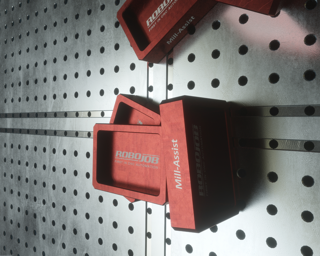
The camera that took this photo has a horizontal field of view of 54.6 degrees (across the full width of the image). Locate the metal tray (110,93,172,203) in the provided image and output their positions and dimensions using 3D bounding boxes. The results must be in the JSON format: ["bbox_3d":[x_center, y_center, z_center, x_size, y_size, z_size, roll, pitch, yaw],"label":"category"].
[{"bbox_3d":[-0.038,0.027,0.438,0.090,0.030,0.129,29,108,36],"label":"metal tray"}]

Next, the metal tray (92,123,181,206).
[{"bbox_3d":[-0.033,0.040,0.394,0.130,0.030,0.090,2,92,40],"label":"metal tray"}]

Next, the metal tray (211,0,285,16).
[{"bbox_3d":[0.053,-0.142,0.293,0.130,0.090,0.030,22,121,15],"label":"metal tray"}]

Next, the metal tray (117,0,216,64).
[{"bbox_3d":[0.006,-0.159,0.401,0.129,0.030,0.090,-40,66,33],"label":"metal tray"}]

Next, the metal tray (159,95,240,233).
[{"bbox_3d":[0.045,0.034,0.330,0.030,0.091,0.129,-9,84,40],"label":"metal tray"}]
